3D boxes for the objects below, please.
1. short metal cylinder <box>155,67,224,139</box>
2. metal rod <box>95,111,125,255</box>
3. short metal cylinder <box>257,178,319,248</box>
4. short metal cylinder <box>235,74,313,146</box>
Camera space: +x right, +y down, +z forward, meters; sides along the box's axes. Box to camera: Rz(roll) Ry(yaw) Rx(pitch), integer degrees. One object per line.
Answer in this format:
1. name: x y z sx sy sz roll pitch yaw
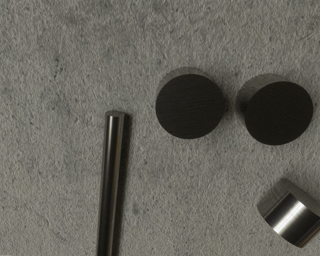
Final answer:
1. short metal cylinder: 0.035 -0.032 0.385 0.081 0.050 0.079 0 110 0
2. metal rod: -0.077 0.120 0.453 0.025 0.025 0.298 7 110 -3
3. short metal cylinder: 0.182 0.114 0.424 0.080 0.080 0.050 32 107 -11
4. short metal cylinder: 0.140 -0.024 0.389 0.081 0.050 0.079 0 110 0
